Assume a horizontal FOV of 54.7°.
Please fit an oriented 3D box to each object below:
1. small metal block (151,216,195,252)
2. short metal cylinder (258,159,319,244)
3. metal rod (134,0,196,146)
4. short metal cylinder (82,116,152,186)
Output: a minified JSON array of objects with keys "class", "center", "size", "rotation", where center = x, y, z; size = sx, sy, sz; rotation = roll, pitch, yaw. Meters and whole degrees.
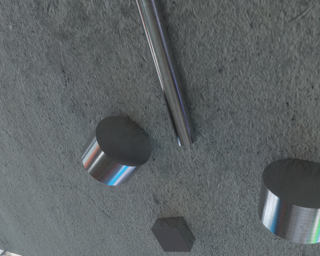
[{"class":"small metal block","center":[0.021,0.172,0.501],"size":[0.050,0.025,0.050],"rotation":[-15,111,34]},{"class":"short metal cylinder","center":[0.151,0.077,0.339],"size":[0.080,0.080,0.050],"rotation":[11,123,22]},{"class":"metal rod","center":[-0.007,-0.114,0.338],"size":[0.025,0.025,0.298],"rotation":[-4,117,29]},{"class":"short metal cylinder","center":[-0.058,0.030,0.419],"size":[0.080,0.080,0.050],"rotation":[41,129,0]}]
